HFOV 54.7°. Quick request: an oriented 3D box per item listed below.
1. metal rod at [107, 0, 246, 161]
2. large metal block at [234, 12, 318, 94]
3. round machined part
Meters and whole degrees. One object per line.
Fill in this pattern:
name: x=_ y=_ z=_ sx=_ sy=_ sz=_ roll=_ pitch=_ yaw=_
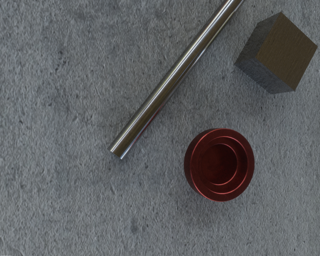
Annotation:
metal rod: x=0.032 y=-0.083 z=0.420 sx=0.025 sy=0.025 sz=0.300 roll=41 pitch=77 yaw=-16
large metal block: x=0.172 y=-0.108 z=0.459 sx=0.080 sy=0.050 sz=0.080 roll=34 pitch=79 yaw=-17
round machined part: x=0.078 y=0.049 z=0.429 sx=0.099 sy=0.042 sz=0.097 roll=0 pitch=90 yaw=-20
